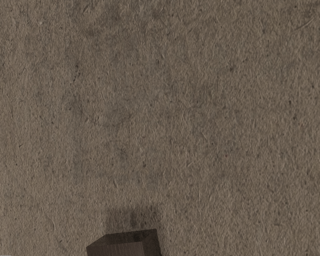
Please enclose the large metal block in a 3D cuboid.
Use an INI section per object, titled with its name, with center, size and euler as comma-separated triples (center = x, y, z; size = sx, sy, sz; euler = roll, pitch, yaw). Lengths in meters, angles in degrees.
[large metal block]
center = -0.043, 0.185, 0.410
size = 0.080, 0.050, 0.080
euler = -13, 86, 19
